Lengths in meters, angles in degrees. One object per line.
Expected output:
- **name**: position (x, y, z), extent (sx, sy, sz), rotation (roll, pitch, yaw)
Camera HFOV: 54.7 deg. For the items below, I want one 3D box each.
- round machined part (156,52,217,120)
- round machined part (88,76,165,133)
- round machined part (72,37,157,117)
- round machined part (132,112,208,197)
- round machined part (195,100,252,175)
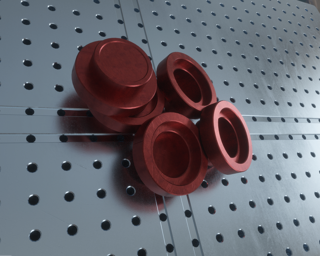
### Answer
- **round machined part**: position (0.032, -0.055, 0.438), extent (0.098, 0.042, 0.098), rotation (27, 47, -32)
- **round machined part**: position (-0.047, -0.036, 0.394), extent (0.099, 0.042, 0.098), rotation (14, 56, -21)
- **round machined part**: position (-0.048, -0.065, 0.358), extent (0.099, 0.042, 0.098), rotation (14, 56, -21)
- **round machined part**: position (0.008, 0.033, 0.372), extent (0.099, 0.042, 0.098), rotation (13, 68, -35)
- **round machined part**: position (0.082, 0.015, 0.419), extent (0.098, 0.042, 0.098), rotation (24, 56, -42)
